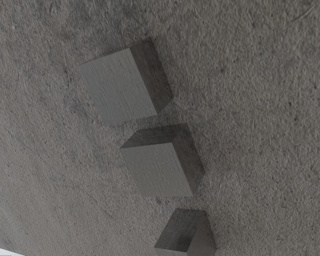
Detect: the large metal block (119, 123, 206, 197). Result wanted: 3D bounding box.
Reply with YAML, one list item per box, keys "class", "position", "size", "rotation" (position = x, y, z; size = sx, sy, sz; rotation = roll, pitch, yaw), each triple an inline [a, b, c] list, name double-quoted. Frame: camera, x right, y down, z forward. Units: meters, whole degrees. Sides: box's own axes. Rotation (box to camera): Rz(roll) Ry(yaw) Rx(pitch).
- class: "large metal block"
  position: [0.005, 0.045, 0.416]
  size: [0.080, 0.050, 0.080]
  rotation: [-9, 114, 32]

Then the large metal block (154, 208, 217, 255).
- class: "large metal block"
  position: [0.041, 0.179, 0.460]
  size: [0.050, 0.080, 0.080]
  rotation: [-4, 116, 30]

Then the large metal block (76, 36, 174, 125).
- class: "large metal block"
  position: [-0.040, -0.056, 0.378]
  size: [0.080, 0.050, 0.080]
  rotation: [-10, 114, 32]
